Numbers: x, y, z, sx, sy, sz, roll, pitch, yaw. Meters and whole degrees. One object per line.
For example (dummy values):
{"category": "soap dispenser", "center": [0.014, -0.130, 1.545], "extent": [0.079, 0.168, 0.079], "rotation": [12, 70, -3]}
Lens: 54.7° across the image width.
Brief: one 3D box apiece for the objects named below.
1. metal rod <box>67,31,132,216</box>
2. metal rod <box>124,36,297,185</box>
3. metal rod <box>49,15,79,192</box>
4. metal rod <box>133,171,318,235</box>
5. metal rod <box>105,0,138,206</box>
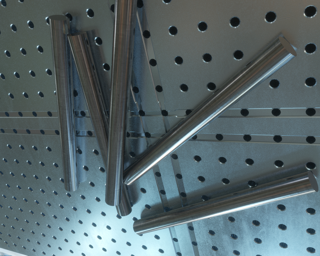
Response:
{"category": "metal rod", "center": [-0.083, 0.011, 0.459], "extent": [0.025, 0.025, 0.298], "rotation": [4, 121, 25]}
{"category": "metal rod", "center": [0.036, 0.000, 0.390], "extent": [0.025, 0.025, 0.299], "rotation": [45, 129, -4]}
{"category": "metal rod", "center": [-0.143, -0.017, 0.473], "extent": [0.025, 0.025, 0.298], "rotation": [19, 126, 16]}
{"category": "metal rod", "center": [0.069, 0.116, 0.445], "extent": [0.299, 0.025, 0.025], "rotation": [-27, 104, 37]}
{"category": "metal rod", "center": [-0.055, -0.016, 0.412], "extent": [0.025, 0.025, 0.298], "rotation": [18, 120, 17]}
